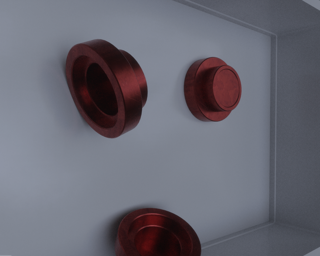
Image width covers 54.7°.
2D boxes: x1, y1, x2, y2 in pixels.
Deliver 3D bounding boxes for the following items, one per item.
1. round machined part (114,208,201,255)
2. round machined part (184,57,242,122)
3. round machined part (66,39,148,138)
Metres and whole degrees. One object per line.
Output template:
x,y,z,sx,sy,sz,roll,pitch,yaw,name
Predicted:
-0.005,0.144,0.364,0.099,0.098,0.042,-6,123,-40,round machined part
0.086,-0.058,0.467,0.099,0.042,0.097,0,90,-40,round machined part
-0.051,-0.042,0.317,0.042,0.098,0.097,-29,109,-36,round machined part
